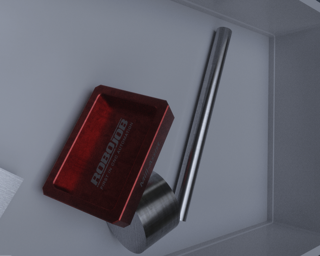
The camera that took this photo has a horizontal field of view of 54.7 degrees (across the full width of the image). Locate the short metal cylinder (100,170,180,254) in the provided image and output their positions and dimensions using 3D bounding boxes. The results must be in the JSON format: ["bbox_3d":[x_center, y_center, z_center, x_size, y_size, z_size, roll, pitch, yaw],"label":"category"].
[{"bbox_3d":[-0.024,0.093,0.353,0.050,0.080,0.080,-24,106,-38],"label":"short metal cylinder"}]

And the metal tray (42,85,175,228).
[{"bbox_3d":[-0.050,0.024,0.321,0.130,0.090,0.030,-67,158,-18],"label":"metal tray"}]

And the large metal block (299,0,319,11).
[{"bbox_3d":[0.345,-0.318,0.686,0.080,0.050,0.080,-39,114,-33],"label":"large metal block"}]

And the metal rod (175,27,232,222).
[{"bbox_3d":[0.063,-0.014,0.461,0.025,0.025,0.299,26,74,-38],"label":"metal rod"}]

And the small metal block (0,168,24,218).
[{"bbox_3d":[-0.160,0.055,0.273,0.050,0.025,0.050,39,66,-34],"label":"small metal block"}]
